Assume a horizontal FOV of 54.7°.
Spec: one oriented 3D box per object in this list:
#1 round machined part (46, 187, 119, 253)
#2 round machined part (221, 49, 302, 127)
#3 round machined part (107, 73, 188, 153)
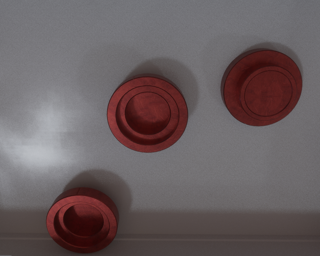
[{"bbox_3d":[-0.108,0.128,0.448,0.099,0.042,0.097,0,110,0],"label":"round machined part"},{"bbox_3d":[0.128,-0.047,0.386,0.099,0.042,0.097,0,110,0],"label":"round machined part"},{"bbox_3d":[-0.015,-0.021,0.394,0.099,0.042,0.097,0,110,0],"label":"round machined part"}]
